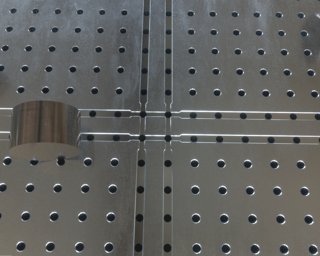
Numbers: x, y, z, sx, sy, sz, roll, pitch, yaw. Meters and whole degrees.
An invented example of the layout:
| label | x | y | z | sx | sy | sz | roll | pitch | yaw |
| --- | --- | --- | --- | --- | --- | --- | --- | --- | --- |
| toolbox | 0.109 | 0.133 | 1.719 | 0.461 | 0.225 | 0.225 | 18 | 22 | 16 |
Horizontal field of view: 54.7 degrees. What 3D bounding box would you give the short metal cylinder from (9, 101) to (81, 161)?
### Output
| label | x | y | z | sx | sy | sz | roll | pitch | yaw |
| --- | --- | --- | --- | --- | --- | --- | --- | --- | --- |
| short metal cylinder | -0.139 | 0.006 | 0.379 | 0.081 | 0.080 | 0.050 | -5 | 70 | -2 |
